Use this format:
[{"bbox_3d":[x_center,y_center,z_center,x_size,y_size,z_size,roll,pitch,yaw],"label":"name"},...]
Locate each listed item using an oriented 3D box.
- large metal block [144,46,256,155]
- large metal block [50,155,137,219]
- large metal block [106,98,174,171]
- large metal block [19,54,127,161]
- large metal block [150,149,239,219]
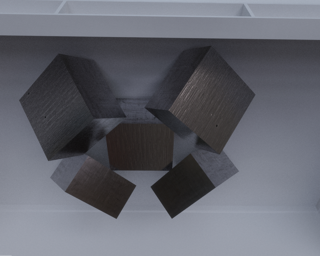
[{"bbox_3d":[0.045,-0.030,0.338,0.080,0.050,0.080,39,76,-28],"label":"large metal block"},{"bbox_3d":[-0.093,0.074,0.425,0.080,0.050,0.080,38,165,-28],"label":"large metal block"},{"bbox_3d":[-0.024,0.009,0.397,0.081,0.050,0.079,0,130,-1],"label":"large metal block"},{"bbox_3d":[-0.097,-0.021,0.341,0.080,0.080,0.050,-38,164,27],"label":"large metal block"},{"bbox_3d":[0.048,0.069,0.421,0.080,0.050,0.081,-44,163,30],"label":"large metal block"}]
